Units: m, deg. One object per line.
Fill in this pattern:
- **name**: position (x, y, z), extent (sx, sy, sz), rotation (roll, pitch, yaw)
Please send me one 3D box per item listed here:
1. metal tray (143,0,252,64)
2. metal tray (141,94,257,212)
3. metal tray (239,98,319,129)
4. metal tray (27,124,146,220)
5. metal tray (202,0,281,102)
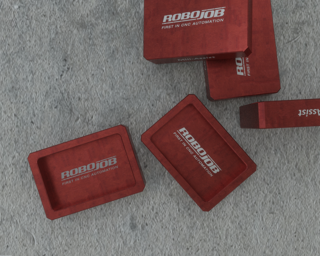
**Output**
- **metal tray**: position (0.045, -0.130, 0.382), extent (0.130, 0.030, 0.089), rotation (1, 90, 24)
- **metal tray**: position (0.049, 0.031, 0.407), extent (0.090, 0.030, 0.130), rotation (-41, 90, 0)
- **metal tray**: position (0.173, -0.017, 0.378), extent (0.131, 0.090, 0.030), rotation (-3, 90, 0)
- **metal tray**: position (-0.093, 0.056, 0.406), extent (0.131, 0.030, 0.090), rotation (-18, 90, 0)
- **metal tray**: position (0.102, -0.104, 0.408), extent (0.091, 0.030, 0.129), rotation (-7, 90, 0)
